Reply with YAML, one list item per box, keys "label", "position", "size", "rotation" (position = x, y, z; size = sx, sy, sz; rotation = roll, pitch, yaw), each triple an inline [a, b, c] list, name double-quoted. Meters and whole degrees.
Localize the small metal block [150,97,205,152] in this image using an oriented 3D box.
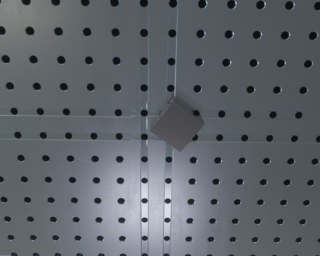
- label: "small metal block"
  position: [0.022, -0.005, 0.412]
  size: [0.050, 0.025, 0.050]
  rotation: [35, 106, -12]
